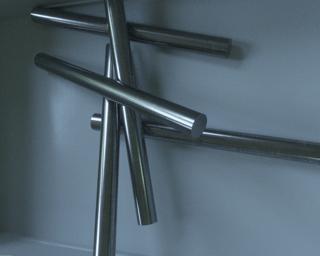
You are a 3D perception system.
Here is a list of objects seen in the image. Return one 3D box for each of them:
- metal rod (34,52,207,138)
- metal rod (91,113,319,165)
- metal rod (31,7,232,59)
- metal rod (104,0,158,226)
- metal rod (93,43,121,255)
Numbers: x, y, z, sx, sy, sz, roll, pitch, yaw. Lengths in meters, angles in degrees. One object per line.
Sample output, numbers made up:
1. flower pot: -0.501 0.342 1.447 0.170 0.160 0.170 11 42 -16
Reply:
1. metal rod: -0.072 -0.053 0.387 0.300 0.025 0.025 25 99 36
2. metal rod: 0.049 0.011 0.393 0.301 0.025 0.025 8 93 19
3. metal rod: -0.052 -0.135 0.428 0.301 0.025 0.025 16 95 19
4. metal rod: -0.039 -0.029 0.396 0.025 0.025 0.298 -10 87 20
5. metal rod: -0.063 0.029 0.387 0.025 0.025 0.299 -7 70 20
